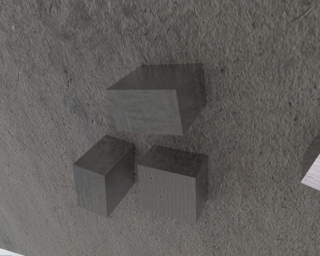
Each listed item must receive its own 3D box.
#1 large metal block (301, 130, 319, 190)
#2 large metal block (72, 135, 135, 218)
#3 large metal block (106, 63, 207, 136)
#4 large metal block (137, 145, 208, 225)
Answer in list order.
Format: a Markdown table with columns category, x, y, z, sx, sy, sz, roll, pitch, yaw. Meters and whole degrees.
| category | x | y | z | sx | sy | sz | roll | pitch | yaw |
| --- | --- | --- | --- | --- | --- | --- | --- | --- | --- |
| large metal block | 0.198 | 0.028 | 0.304 | 0.080 | 0.050 | 0.079 | 24 | 127 | 13 |
| large metal block | -0.079 | 0.069 | 0.456 | 0.050 | 0.080 | 0.079 | 16 | 125 | 19 |
| large metal block | 0.000 | -0.035 | 0.349 | 0.080 | 0.080 | 0.050 | 3 | 120 | 26 |
| large metal block | 0.020 | 0.076 | 0.428 | 0.080 | 0.050 | 0.079 | 10 | 123 | 23 |
